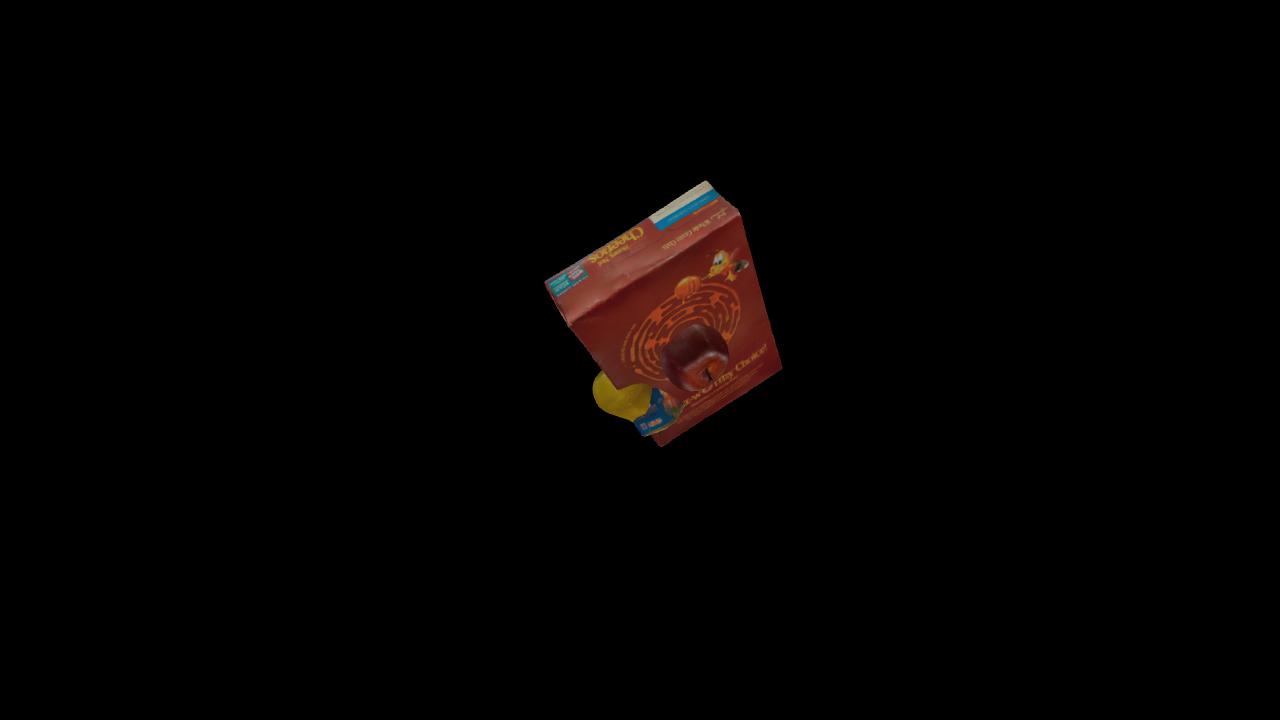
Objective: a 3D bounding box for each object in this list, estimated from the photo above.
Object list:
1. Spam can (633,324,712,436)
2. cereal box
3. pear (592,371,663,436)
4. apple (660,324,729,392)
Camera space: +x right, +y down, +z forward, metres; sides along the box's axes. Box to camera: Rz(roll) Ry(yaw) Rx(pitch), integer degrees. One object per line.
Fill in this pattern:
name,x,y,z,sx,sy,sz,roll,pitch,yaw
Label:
Spam can,0.011,0.036,0.764,0.058,0.085,0.101,-27,9,24
cereal box,0.047,-0.035,0.729,0.203,0.081,0.306,-33,-38,0
pear,-0.003,0.050,0.739,0.080,0.111,0.080,-43,6,5
apple,0.058,-0.008,0.694,0.079,0.079,0.093,0,40,-32
